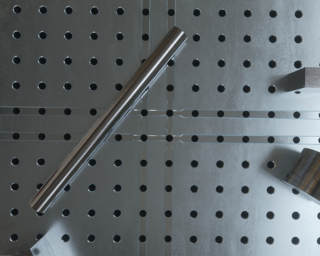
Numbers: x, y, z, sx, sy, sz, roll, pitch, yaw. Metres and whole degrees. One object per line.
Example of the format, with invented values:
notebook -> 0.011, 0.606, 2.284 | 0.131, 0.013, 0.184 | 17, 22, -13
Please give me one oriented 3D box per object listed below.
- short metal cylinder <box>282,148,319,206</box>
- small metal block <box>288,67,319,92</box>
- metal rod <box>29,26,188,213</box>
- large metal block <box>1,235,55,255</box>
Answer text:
short metal cylinder -> 0.204, 0.068, 0.387 | 0.080, 0.080, 0.050 | 33, 90, 0
small metal block -> 0.202, -0.061, 0.402 | 0.050, 0.050, 0.025 | 1, 90, 0
metal rod -> -0.068, -0.011, 0.412 | 0.025, 0.025, 0.300 | 39, 90, 0
large metal block -> -0.177, 0.199, 0.400 | 0.080, 0.050, 0.080 | -25, 90, 0
